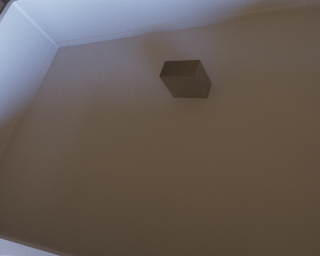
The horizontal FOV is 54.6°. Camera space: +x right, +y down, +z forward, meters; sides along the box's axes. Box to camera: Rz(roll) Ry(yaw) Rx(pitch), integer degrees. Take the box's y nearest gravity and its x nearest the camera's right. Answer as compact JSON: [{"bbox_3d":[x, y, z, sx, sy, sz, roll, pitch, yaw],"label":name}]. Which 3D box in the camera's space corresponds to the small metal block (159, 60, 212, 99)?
[{"bbox_3d":[0.035,-0.064,0.411,0.050,0.050,0.025,5,64,30],"label":"small metal block"}]
